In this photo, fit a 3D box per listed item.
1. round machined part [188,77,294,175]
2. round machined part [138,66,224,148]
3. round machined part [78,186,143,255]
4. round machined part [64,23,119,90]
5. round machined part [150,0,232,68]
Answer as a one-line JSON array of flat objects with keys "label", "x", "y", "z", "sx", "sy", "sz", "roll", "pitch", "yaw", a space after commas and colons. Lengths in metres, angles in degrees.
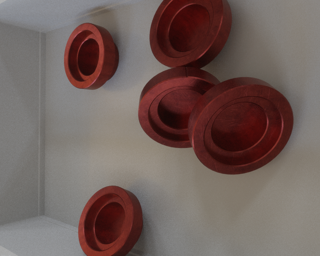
[{"label": "round machined part", "x": 0.076, "y": -0.005, "z": 0.309, "sx": 0.097, "sy": 0.099, "sz": 0.042, "roll": -61, "pitch": 21, "yaw": 22}, {"label": "round machined part", "x": 0.026, "y": -0.027, "z": 0.349, "sx": 0.098, "sy": 0.098, "sz": 0.042, "roll": -44, "pitch": 27, "yaw": 31}, {"label": "round machined part", "x": -0.063, "y": 0.133, "z": 0.430, "sx": 0.098, "sy": 0.042, "sz": 0.098, "roll": -18, "pitch": 55, "yaw": 29}, {"label": "round machined part", "x": -0.101, "y": -0.107, "z": 0.477, "sx": 0.098, "sy": 0.042, "sz": 0.097, "roll": 0, "pitch": 90, "yaw": 39}, {"label": "round machined part", "x": 0.039, "y": -0.112, "z": 0.357, "sx": 0.098, "sy": 0.042, "sz": 0.097, "roll": -8, "pitch": 77, "yaw": 38}]
